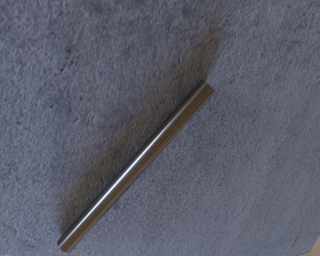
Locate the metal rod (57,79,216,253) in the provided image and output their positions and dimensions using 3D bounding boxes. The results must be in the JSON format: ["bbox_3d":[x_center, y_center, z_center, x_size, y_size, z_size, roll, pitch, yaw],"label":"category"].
[{"bbox_3d":[-0.035,0.055,0.423,0.299,0.025,0.025,-48,129,5],"label":"metal rod"}]
